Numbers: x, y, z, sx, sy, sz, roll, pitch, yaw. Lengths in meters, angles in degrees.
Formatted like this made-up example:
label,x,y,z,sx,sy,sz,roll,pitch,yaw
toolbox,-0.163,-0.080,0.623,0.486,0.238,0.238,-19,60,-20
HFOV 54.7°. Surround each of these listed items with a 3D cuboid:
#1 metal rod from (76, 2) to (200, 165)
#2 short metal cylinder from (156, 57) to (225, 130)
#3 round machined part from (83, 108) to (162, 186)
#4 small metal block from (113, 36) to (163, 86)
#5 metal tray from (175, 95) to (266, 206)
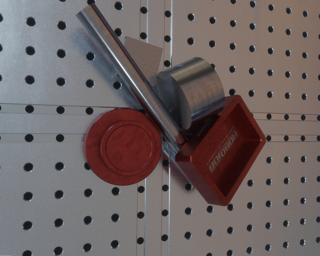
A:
label,x,y,z,sx,sy,sz,roll,pitch,yaw
metal rod,-0.001,-0.018,0.395,0.025,0.025,0.299,-42,111,-15
short metal cylinder,0.038,-0.044,0.398,0.050,0.080,0.080,-27,99,-18
round machined part,-0.043,0.024,0.387,0.099,0.042,0.097,0,90,-21
small metal block,-0.029,-0.085,0.403,0.050,0.025,0.050,14,85,-20
metal tray,0.088,0.028,0.421,0.130,0.030,0.090,-49,113,-29
